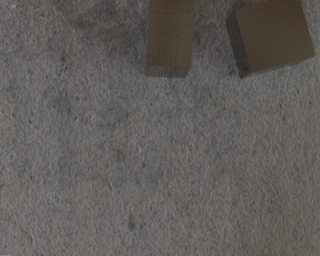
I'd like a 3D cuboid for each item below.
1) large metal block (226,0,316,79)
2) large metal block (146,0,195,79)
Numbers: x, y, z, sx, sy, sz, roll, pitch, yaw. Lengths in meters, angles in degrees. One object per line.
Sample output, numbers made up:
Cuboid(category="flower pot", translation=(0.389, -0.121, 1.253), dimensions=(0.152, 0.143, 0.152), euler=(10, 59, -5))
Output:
Cuboid(category="large metal block", translation=(0.139, -0.115, 0.399), dimensions=(0.080, 0.050, 0.080), euler=(-15, 90, -1))
Cuboid(category="large metal block", translation=(0.011, -0.108, 0.383), dimensions=(0.050, 0.080, 0.079), euler=(3, 90, 0))
